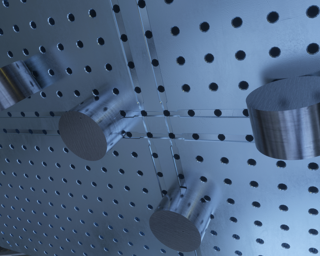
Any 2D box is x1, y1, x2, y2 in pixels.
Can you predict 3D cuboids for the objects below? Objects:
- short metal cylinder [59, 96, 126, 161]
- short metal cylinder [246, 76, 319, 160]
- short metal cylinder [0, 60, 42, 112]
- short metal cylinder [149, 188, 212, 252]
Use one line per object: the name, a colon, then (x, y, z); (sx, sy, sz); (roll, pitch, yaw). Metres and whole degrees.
short metal cylinder: (-0.097, 0.000, 0.446); (0.080, 0.050, 0.079); (13, 124, 21)
short metal cylinder: (0.129, -0.012, 0.300); (0.080, 0.080, 0.050); (-5, 116, 30)
short metal cylinder: (-0.225, -0.059, 0.458); (0.080, 0.080, 0.050); (-17, 109, 35)
short metal cylinder: (0.031, 0.137, 0.464); (0.080, 0.050, 0.079); (13, 124, 21)
